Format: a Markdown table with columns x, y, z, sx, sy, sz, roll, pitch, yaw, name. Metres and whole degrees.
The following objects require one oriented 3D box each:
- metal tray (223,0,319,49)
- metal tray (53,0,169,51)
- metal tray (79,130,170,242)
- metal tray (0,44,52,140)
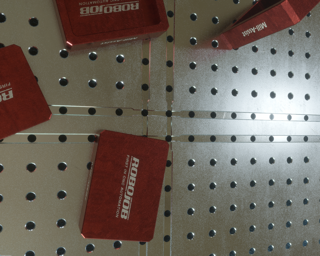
| x | y | z | sx | sy | sz | roll | pitch | yaw | name |
| --- | --- | --- | --- | --- | --- | --- | --- | --- | --- |
| 0.153 | -0.157 | 0.413 | 0.090 | 0.130 | 0.030 | -44 | 104 | -15 | metal tray |
| -0.062 | -0.153 | 0.386 | 0.131 | 0.030 | 0.090 | -15 | 95 | -19 | metal tray |
| -0.045 | 0.073 | 0.393 | 0.091 | 0.030 | 0.129 | 11 | 86 | -20 | metal tray |
| -0.198 | -0.026 | 0.337 | 0.131 | 0.030 | 0.090 | -25 | 99 | -18 | metal tray |
